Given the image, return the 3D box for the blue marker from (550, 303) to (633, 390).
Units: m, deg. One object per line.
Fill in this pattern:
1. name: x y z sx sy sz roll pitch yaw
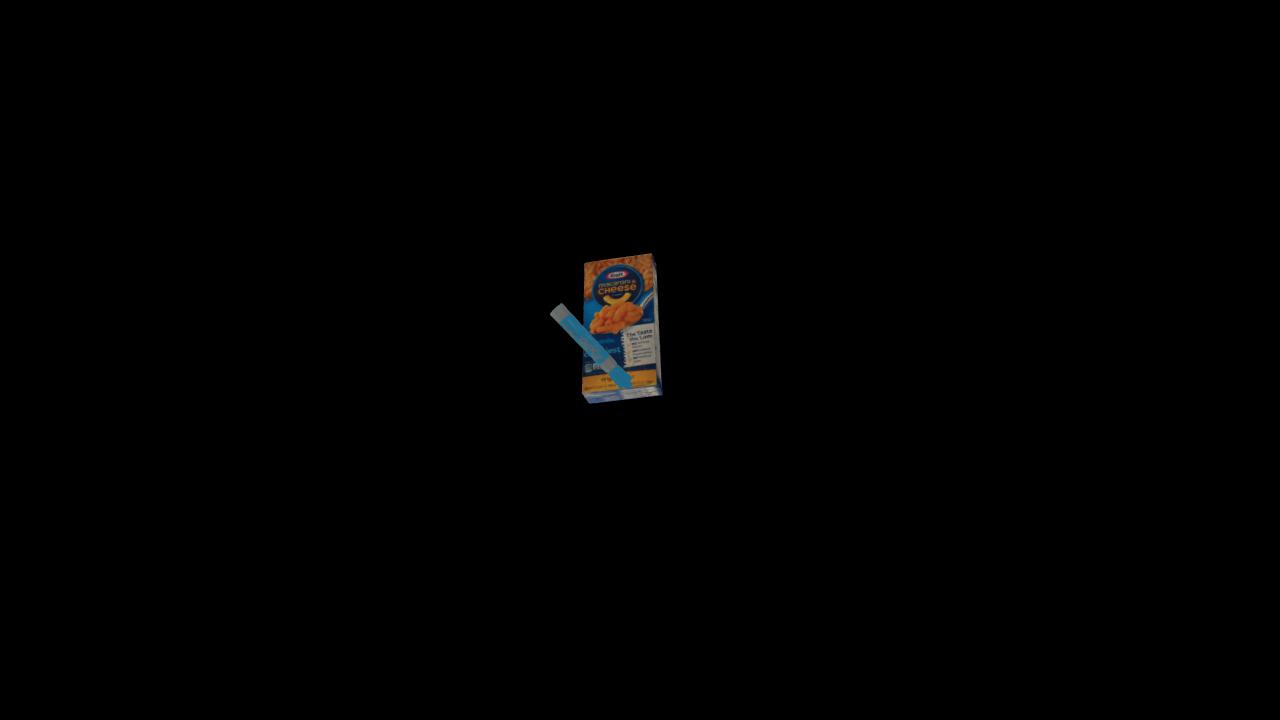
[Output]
1. blue marker: -0.052 -0.013 0.686 0.020 0.121 0.020 -43 3 3

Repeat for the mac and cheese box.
1. mac and cheese box: -0.023 -0.041 0.759 0.093 0.184 0.041 -8 -26 11
